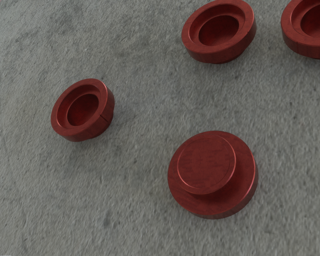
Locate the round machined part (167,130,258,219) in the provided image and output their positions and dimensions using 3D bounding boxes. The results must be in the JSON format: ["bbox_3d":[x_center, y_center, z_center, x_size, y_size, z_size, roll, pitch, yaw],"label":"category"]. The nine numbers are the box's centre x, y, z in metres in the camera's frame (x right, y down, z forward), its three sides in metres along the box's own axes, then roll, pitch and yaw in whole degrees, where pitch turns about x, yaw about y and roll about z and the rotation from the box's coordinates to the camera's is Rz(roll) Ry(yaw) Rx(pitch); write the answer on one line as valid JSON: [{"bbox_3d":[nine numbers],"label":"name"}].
[{"bbox_3d":[0.053,0.045,0.337,0.098,0.042,0.098,-13,56,20],"label":"round machined part"}]

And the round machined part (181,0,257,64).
[{"bbox_3d":[0.083,-0.127,0.427,0.098,0.042,0.098,-13,56,20],"label":"round machined part"}]

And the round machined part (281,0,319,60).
[{"bbox_3d":[0.196,-0.120,0.363,0.098,0.042,0.098,-13,56,20],"label":"round machined part"}]

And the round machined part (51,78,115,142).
[{"bbox_3d":[-0.109,-0.022,0.462,0.098,0.042,0.098,-13,56,20],"label":"round machined part"}]
